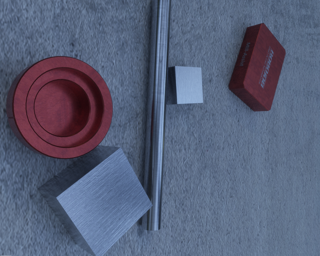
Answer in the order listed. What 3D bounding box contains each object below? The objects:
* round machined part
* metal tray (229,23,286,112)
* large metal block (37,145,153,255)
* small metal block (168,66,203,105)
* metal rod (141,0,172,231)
[{"bbox_3d":[-0.101,-0.019,0.309,0.099,0.042,0.097,0,90,-40],"label":"round machined part"},{"bbox_3d":[0.175,-0.105,0.547,0.090,0.030,0.130,32,70,-35],"label":"metal tray"},{"bbox_3d":[-0.067,0.075,0.333,0.080,0.050,0.080,-39,114,-33],"label":"large metal block"},{"bbox_3d":[0.032,-0.058,0.432,0.050,0.025,0.050,-6,94,-40],"label":"small metal block"},{"bbox_3d":[-0.004,-0.022,0.400,0.025,0.025,0.298,4,87,-40],"label":"metal rod"}]
